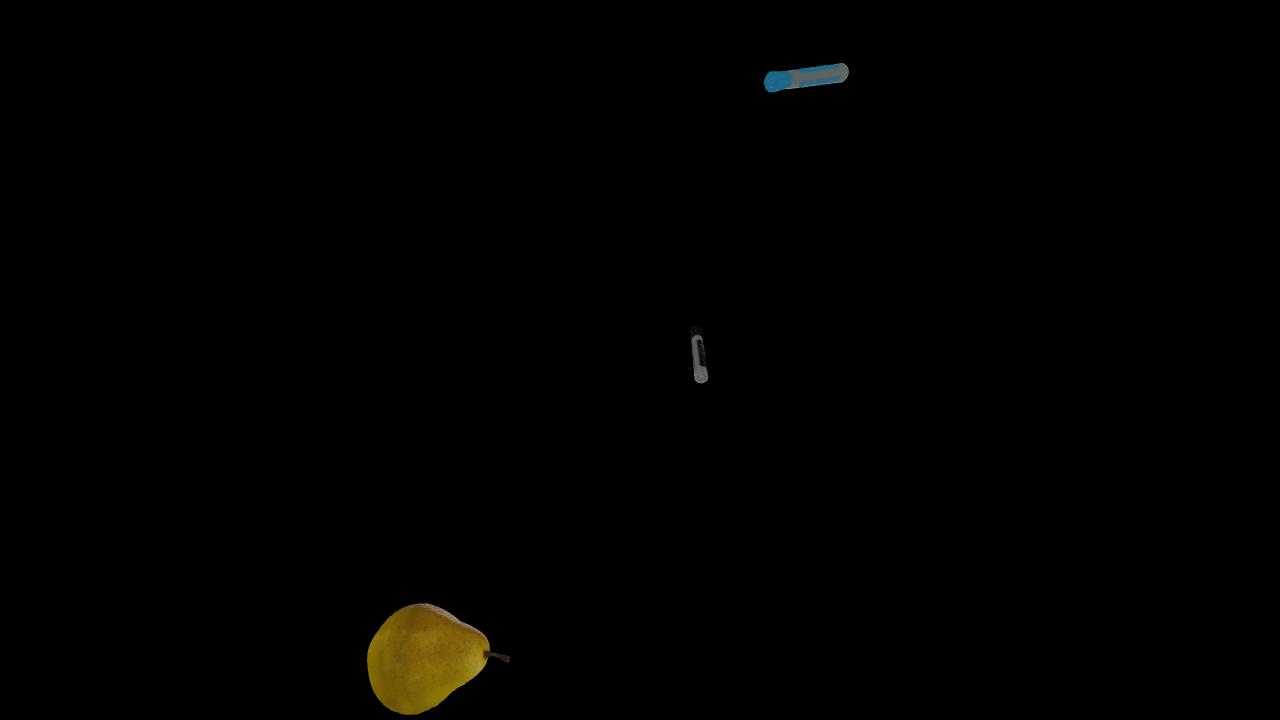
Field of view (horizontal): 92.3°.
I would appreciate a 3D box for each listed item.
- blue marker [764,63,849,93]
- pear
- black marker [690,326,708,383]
[{"bbox_3d":[0.168,-0.285,0.620,0.121,0.020,0.020,-23,13,-33],"label":"blue marker"},{"bbox_3d":[-0.157,0.229,0.484,0.111,0.080,0.080,-21,-6,16],"label":"pear"},{"bbox_3d":[0.082,-0.011,0.867,0.020,0.020,0.121,0,36,1],"label":"black marker"}]
